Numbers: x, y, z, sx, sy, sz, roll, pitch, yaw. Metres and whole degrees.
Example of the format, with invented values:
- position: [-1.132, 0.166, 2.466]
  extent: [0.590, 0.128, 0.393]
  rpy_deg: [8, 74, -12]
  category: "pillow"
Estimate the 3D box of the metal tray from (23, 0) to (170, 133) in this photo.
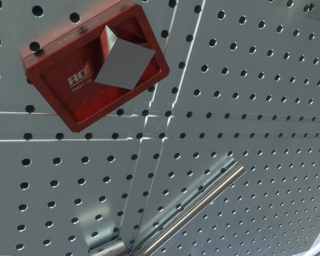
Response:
- position: [-0.063, -0.065, 0.334]
  extent: [0.130, 0.030, 0.090]
  rpy_deg: [-34, 129, -7]
  category: "metal tray"

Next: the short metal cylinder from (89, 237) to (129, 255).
- position: [-0.070, 0.216, 0.473]
  extent: [0.050, 0.080, 0.079]
  rpy_deg: [-20, 126, -17]
  category: "short metal cylinder"

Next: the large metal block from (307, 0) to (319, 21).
- position: [0.265, -0.173, 0.416]
  extent: [0.081, 0.080, 0.050]
  rpy_deg: [-18, 126, -19]
  category: "large metal block"

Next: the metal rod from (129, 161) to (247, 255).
- position: [0.026, 0.164, 0.529]
  extent: [0.300, 0.025, 0.025]
  rpy_deg: [-41, 130, 0]
  category: "metal rod"

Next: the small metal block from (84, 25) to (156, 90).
- position: [-0.041, -0.070, 0.318]
  extent: [0.050, 0.025, 0.050]
  rpy_deg: [6, 127, -46]
  category: "small metal block"
